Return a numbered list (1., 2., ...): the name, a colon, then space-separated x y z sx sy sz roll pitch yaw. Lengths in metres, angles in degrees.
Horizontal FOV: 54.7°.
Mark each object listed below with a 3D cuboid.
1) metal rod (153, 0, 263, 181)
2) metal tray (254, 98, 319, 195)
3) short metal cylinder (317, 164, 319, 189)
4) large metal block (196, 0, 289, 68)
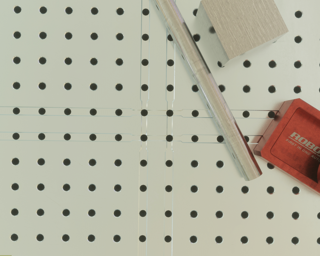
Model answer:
1. metal rod: 0.057 -0.068 0.413 0.025 0.025 0.299 -27 90 0
2. metal tray: 0.206 0.031 0.412 0.130 0.030 0.090 32 90 0
3. short metal cylinder: 0.242 0.062 0.372 0.081 0.050 0.080 0 90 0
4. large metal block: 0.103 -0.136 0.401 0.080 0.050 0.080 -26 90 0
